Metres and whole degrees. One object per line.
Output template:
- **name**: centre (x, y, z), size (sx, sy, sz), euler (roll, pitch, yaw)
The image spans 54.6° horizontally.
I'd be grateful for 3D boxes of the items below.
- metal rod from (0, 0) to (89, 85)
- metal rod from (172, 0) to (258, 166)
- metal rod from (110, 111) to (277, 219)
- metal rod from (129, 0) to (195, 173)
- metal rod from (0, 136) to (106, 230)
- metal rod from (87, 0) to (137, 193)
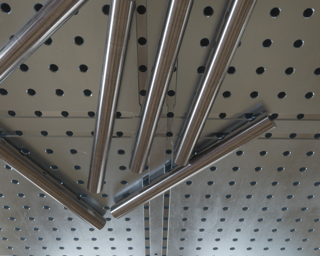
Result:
- **metal rod**: centre (-0.127, -0.102, 0.323), size (0.299, 0.025, 0.025), euler (-32, 123, 24)
- **metal rod**: centre (0.064, -0.065, 0.356), size (0.025, 0.025, 0.298), euler (10, 130, -9)
- **metal rod**: centre (0.034, 0.066, 0.467), size (0.299, 0.025, 0.025), euler (-35, 122, 26)
- **metal rod**: centre (-0.001, -0.053, 0.366), size (0.025, 0.025, 0.298), euler (10, 130, -8)
- **metal rod**: centre (-0.185, 0.075, 0.473), size (0.025, 0.025, 0.300), euler (-25, 126, 20)
- **metal rod**: centre (-0.069, -0.018, 0.395), size (0.025, 0.025, 0.298), euler (10, 130, -9)
